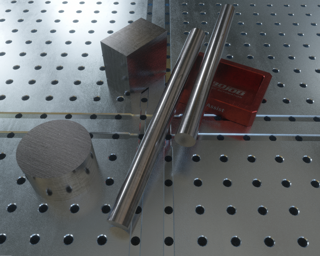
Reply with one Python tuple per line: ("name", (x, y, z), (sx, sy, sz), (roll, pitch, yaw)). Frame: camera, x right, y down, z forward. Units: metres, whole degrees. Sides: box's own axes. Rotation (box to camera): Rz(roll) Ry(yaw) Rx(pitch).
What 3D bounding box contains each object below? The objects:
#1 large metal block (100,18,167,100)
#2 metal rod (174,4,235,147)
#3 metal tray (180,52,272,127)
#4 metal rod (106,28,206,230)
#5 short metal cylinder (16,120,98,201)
("large metal block", (-0.035, -0.102, 0.457), (0.050, 0.080, 0.080), (34, 58, 25))
("metal rod", (0.074, -0.096, 0.449), (0.025, 0.025, 0.300), (14, 51, 11))
("metal tray", (0.087, -0.063, 0.457), (0.130, 0.030, 0.090), (22, 53, 17))
("metal rod", (0.006, -0.020, 0.395), (0.025, 0.025, 0.300), (16, 60, 12))
("short metal cylinder", (-0.116, 0.036, 0.359), (0.081, 0.050, 0.080), (0, 50, 0))
